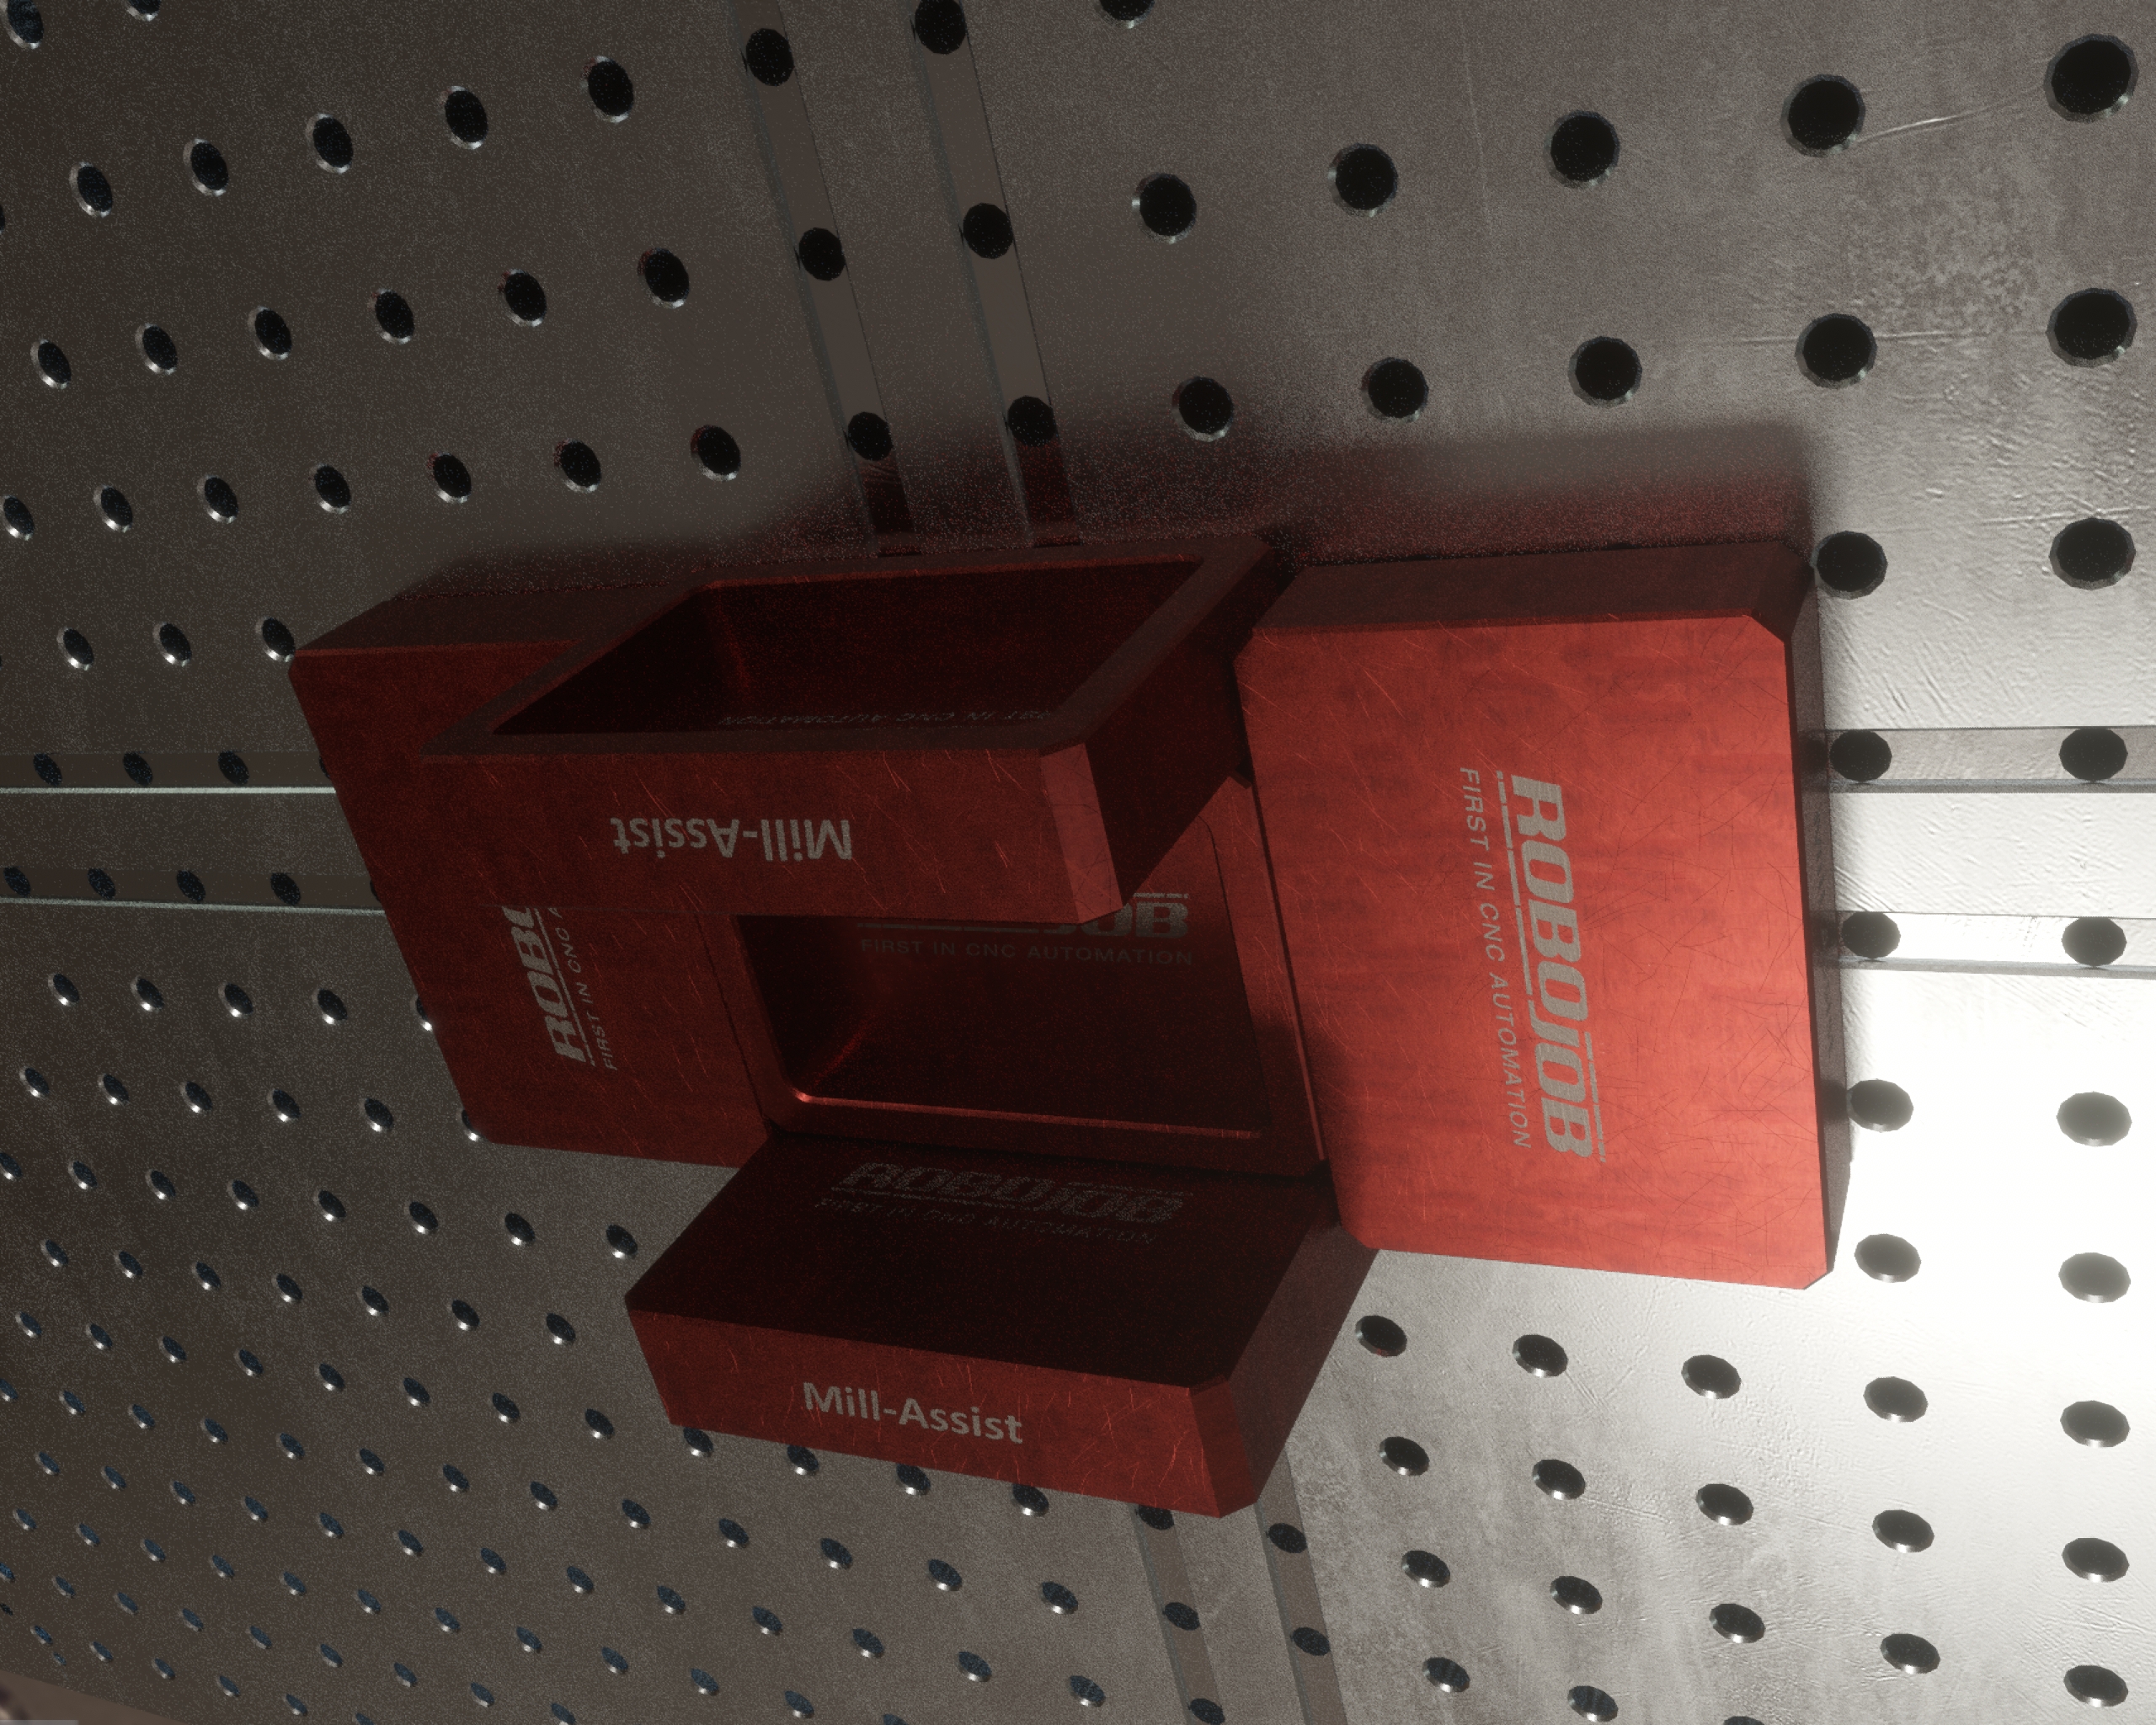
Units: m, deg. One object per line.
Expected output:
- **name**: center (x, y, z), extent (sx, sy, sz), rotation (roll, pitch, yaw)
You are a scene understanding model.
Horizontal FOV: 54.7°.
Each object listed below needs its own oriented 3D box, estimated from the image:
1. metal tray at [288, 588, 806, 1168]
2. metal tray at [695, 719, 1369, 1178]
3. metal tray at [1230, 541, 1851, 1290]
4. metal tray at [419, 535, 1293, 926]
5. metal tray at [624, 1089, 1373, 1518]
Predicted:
- **metal tray**: center (-0.113, 0.005, 0.468), extent (0.090, 0.030, 0.129), rotation (1, 119, 27)
- **metal tray**: center (-0.013, 0.014, 0.419), extent (0.130, 0.030, 0.089), rotation (1, 119, 27)
- **metal tray**: center (0.084, 0.012, 0.368), extent (0.090, 0.030, 0.129), rotation (0, 119, 26)
- **metal tray**: center (-0.037, -0.025, 0.372), extent (0.130, 0.090, 0.030), rotation (1, 119, 27)
- **metal tray**: center (-0.013, 0.081, 0.422), extent (0.130, 0.090, 0.030), rotation (1, 119, 27)
